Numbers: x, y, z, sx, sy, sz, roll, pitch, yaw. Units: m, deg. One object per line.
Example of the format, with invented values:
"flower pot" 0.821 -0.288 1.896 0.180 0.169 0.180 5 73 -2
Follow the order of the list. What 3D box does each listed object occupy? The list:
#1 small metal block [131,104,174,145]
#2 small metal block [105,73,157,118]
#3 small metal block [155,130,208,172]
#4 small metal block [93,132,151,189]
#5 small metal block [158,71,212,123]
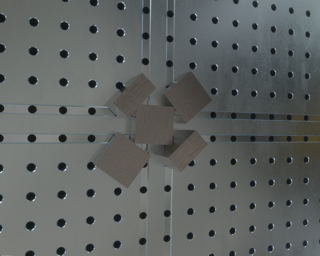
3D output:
"small metal block" -0.010 -0.004 0.408 0.050 0.025 0.050 4 88 -19
"small metal block" -0.037 -0.039 0.385 0.025 0.050 0.050 46 77 -15
"small metal block" 0.027 0.028 0.409 0.050 0.050 0.025 -44 104 -15
"small metal block" -0.049 0.040 0.394 0.050 0.025 0.050 40 77 -16
"small metal block" 0.034 -0.041 0.425 0.050 0.025 0.050 -42 103 -15
